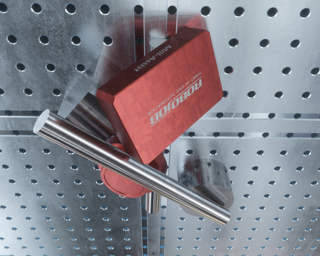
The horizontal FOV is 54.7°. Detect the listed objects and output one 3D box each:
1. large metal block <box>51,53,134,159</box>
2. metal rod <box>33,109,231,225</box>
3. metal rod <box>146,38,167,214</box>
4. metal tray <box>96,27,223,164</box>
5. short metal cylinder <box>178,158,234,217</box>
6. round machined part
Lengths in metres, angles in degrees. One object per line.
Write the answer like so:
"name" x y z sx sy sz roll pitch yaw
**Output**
"large metal block" -0.076 -0.025 0.354 0.050 0.080 0.080 34 122 -26
"metal rod" -0.008 0.062 0.372 0.025 0.025 0.301 -36 130 26
"metal rod" -0.006 0.022 0.430 0.025 0.025 0.298 2 130 -2
"metal tray" 0.008 -0.035 0.327 0.131 0.030 0.090 -40 131 -22
"short metal cylinder" 0.069 0.092 0.476 0.081 0.050 0.079 0 130 0
"round machined part" -0.043 0.059 0.430 0.098 0.042 0.097 11 131 13
